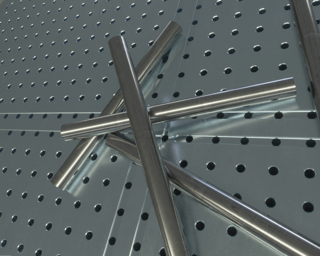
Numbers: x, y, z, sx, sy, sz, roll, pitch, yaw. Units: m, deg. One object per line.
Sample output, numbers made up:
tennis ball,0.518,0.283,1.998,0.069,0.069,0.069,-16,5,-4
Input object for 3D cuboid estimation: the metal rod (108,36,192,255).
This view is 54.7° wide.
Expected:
metal rod,-0.017,0.015,0.364,0.025,0.025,0.299,-23,67,14

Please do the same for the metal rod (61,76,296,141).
metal rod,0.011,-0.020,0.395,0.301,0.025,0.025,-11,57,15

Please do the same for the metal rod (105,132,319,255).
metal rod,0.043,0.068,0.343,0.300,0.025,0.025,26,76,36

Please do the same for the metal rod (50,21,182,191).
metal rod,-0.059,-0.040,0.461,0.025,0.025,0.300,26,75,36

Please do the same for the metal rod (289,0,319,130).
metal rod,0.180,-0.060,0.350,0.025,0.025,0.299,-10,57,22
